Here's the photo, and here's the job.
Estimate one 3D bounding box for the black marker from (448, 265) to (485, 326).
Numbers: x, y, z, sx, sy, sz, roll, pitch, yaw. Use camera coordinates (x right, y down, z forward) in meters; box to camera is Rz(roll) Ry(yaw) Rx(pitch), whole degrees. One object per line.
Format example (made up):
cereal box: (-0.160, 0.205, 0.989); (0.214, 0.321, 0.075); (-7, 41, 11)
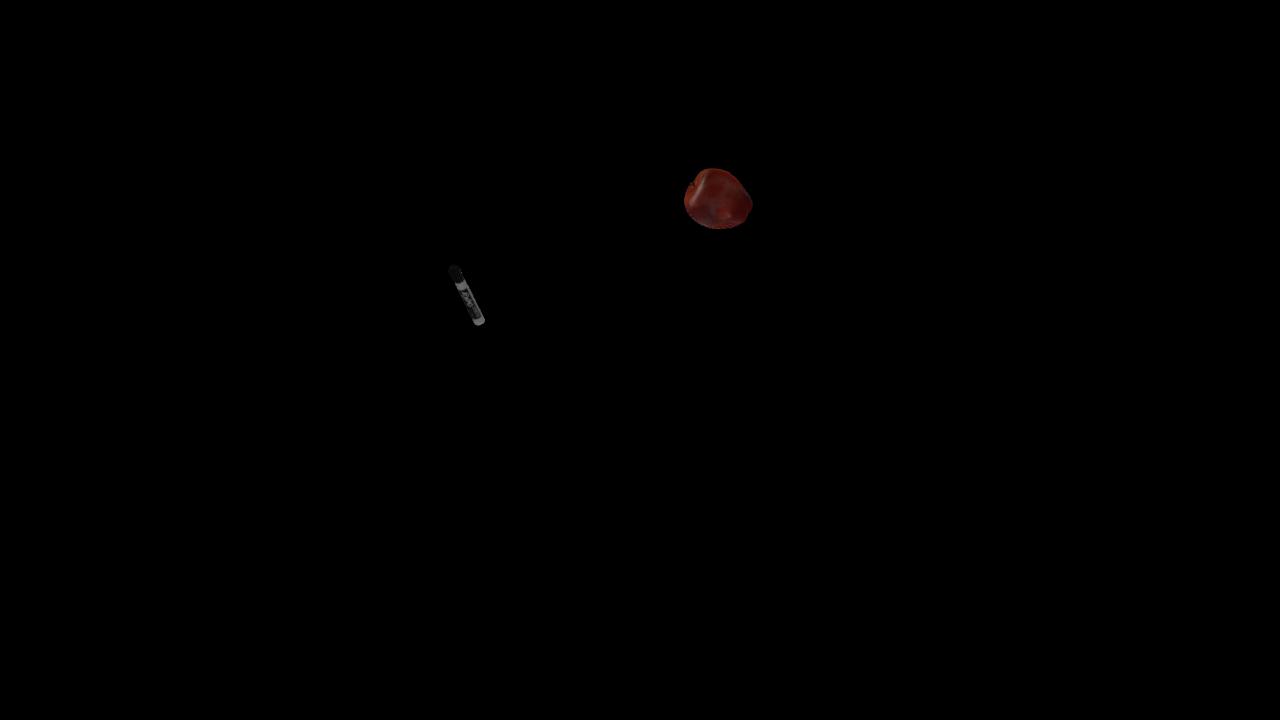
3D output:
black marker: (-0.273, -0.102, 0.971); (0.020, 0.020, 0.121); (0, -40, 11)

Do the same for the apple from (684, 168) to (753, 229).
apple: (0.106, -0.219, 0.841); (0.093, 0.079, 0.079); (23, -9, -21)
